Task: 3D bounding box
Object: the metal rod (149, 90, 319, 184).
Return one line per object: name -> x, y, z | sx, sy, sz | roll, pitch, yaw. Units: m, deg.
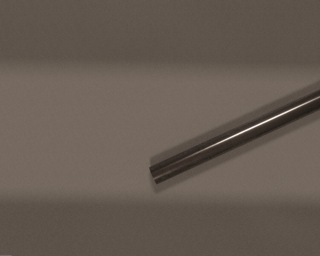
metal rod -> 0.128, 0.001, 0.413 | 0.301, 0.025, 0.025 | -24, 90, -1
